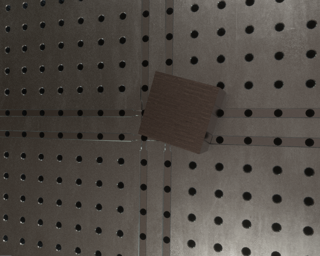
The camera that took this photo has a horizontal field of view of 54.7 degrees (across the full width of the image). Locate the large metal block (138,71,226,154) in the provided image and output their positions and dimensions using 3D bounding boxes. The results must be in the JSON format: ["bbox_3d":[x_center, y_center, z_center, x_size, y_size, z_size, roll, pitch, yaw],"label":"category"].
[{"bbox_3d":[0.029,-0.019,0.389,0.080,0.050,0.080,18,96,18],"label":"large metal block"}]
